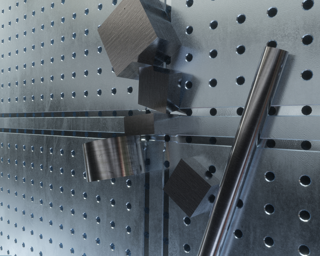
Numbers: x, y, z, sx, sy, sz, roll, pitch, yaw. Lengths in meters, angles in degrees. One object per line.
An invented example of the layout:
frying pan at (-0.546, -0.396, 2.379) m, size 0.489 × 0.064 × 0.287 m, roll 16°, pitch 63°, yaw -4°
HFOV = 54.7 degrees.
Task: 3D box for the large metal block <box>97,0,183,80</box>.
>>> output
large metal block at (-0.029, -0.121, 0.415) m, size 0.080 × 0.050 × 0.080 m, roll -36°, pitch 68°, yaw 34°

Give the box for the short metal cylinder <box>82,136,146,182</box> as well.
short metal cylinder at (-0.062, 0.042, 0.422) m, size 0.080 × 0.081 × 0.050 m, roll -15°, pitch 81°, yaw 39°

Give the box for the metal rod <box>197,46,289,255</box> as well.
metal rod at (0.079, 0.062, 0.342) m, size 0.025 × 0.025 × 0.298 m, roll 24°, pitch 105°, yaw 37°

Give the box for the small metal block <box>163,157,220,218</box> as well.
small metal block at (0.038, 0.071, 0.376) m, size 0.050 × 0.025 × 0.050 m, roll 42°, pitch 115°, yaw 31°

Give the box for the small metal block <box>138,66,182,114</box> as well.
small metal block at (-0.001, -0.051, 0.401) m, size 0.050 × 0.025 × 0.050 m, roll 22°, pitch 118°, yaw 37°

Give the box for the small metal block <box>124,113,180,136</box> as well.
small metal block at (-0.010, -0.004, 0.400) m, size 0.050 × 0.050 × 0.025 m, roll -5°, pitch 87°, yaw 39°
